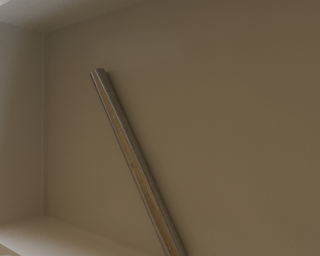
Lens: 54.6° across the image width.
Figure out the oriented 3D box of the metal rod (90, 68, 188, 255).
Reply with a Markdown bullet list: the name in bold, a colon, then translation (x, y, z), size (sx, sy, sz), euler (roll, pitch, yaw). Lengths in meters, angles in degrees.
- **metal rod**: translation (-0.037, 0.040, 0.438), size (0.025, 0.025, 0.299), euler (-39, 66, 33)
